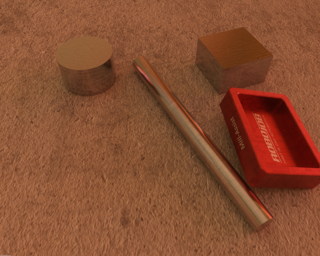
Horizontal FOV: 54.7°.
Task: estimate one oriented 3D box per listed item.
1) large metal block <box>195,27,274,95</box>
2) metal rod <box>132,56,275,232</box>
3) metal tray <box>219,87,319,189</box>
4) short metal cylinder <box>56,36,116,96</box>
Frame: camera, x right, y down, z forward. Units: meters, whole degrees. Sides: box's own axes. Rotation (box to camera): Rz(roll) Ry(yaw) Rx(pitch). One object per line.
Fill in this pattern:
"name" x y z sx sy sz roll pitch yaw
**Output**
"large metal block" 0.110 -0.105 0.477 0.081 0.050 0.080 -17 52 -14
"metal rod" 0.038 -0.001 0.404 0.025 0.025 0.300 -22 54 -18
"metal tray" 0.134 0.009 0.378 0.091 0.030 0.130 5 48 -17
"short metal cylinder" -0.109 -0.093 0.464 0.081 0.050 0.080 0 50 0
